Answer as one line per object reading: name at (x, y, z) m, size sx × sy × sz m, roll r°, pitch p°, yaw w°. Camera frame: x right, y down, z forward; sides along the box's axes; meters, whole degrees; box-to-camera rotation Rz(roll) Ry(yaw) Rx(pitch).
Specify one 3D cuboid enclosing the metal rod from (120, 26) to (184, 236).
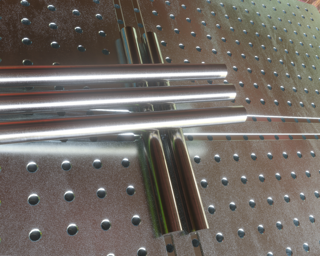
metal rod at (-0.017, -0.014, 0.409) m, size 0.025 × 0.025 × 0.299 m, roll 1°, pitch 61°, yaw -28°

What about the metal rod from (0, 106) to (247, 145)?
metal rod at (-0.029, -0.007, 0.371) m, size 0.303 × 0.025 × 0.025 m, roll -5°, pitch 64°, yaw -21°

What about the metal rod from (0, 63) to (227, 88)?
metal rod at (-0.047, -0.070, 0.400) m, size 0.303 × 0.025 × 0.025 m, roll -6°, pitch 65°, yaw -22°

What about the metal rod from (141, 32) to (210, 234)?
metal rod at (0.014, -0.011, 0.424) m, size 0.025 × 0.025 × 0.299 m, roll 1°, pitch 61°, yaw -28°

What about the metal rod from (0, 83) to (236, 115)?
metal rod at (-0.038, -0.038, 0.386) m, size 0.303 × 0.025 × 0.025 m, roll -5°, pitch 64°, yaw -22°
